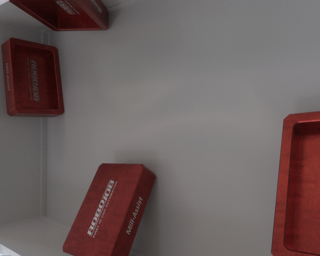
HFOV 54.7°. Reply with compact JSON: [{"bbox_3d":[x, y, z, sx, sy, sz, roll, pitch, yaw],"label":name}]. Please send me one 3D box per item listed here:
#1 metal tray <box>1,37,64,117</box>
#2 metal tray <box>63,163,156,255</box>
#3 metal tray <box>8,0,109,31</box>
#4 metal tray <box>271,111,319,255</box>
[{"bbox_3d":[-0.224,-0.086,0.549,0.030,0.091,0.129,-13,82,39],"label":"metal tray"},{"bbox_3d":[-0.067,0.112,0.415,0.090,0.030,0.130,-4,54,39],"label":"metal tray"},{"bbox_3d":[-0.132,-0.169,0.429,0.090,0.130,0.030,1,91,6],"label":"metal tray"},{"bbox_3d":[0.145,0.048,0.247,0.090,0.030,0.130,-6,60,40],"label":"metal tray"}]
